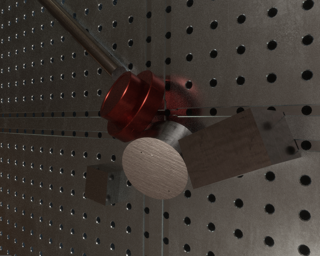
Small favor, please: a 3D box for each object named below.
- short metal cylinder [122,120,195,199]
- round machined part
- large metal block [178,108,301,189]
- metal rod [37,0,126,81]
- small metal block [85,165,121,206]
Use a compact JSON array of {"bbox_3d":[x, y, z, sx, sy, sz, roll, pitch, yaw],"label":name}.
[{"bbox_3d":[0.003,0.037,0.369,0.080,0.050,0.079,10,117,20],"label":"short metal cylinder"},{"bbox_3d":[-0.041,-0.034,0.400,0.098,0.042,0.098,-41,31,32],"label":"round machined part"},{"bbox_3d":[0.079,0.021,0.307,0.080,0.081,0.050,-27,74,36],"label":"large metal block"},{"bbox_3d":[-0.151,-0.174,0.530,0.300,0.025,0.025,46,117,29],"label":"metal rod"},{"bbox_3d":[-0.089,0.087,0.481,0.050,0.025,0.050,10,96,39],"label":"small metal block"}]
